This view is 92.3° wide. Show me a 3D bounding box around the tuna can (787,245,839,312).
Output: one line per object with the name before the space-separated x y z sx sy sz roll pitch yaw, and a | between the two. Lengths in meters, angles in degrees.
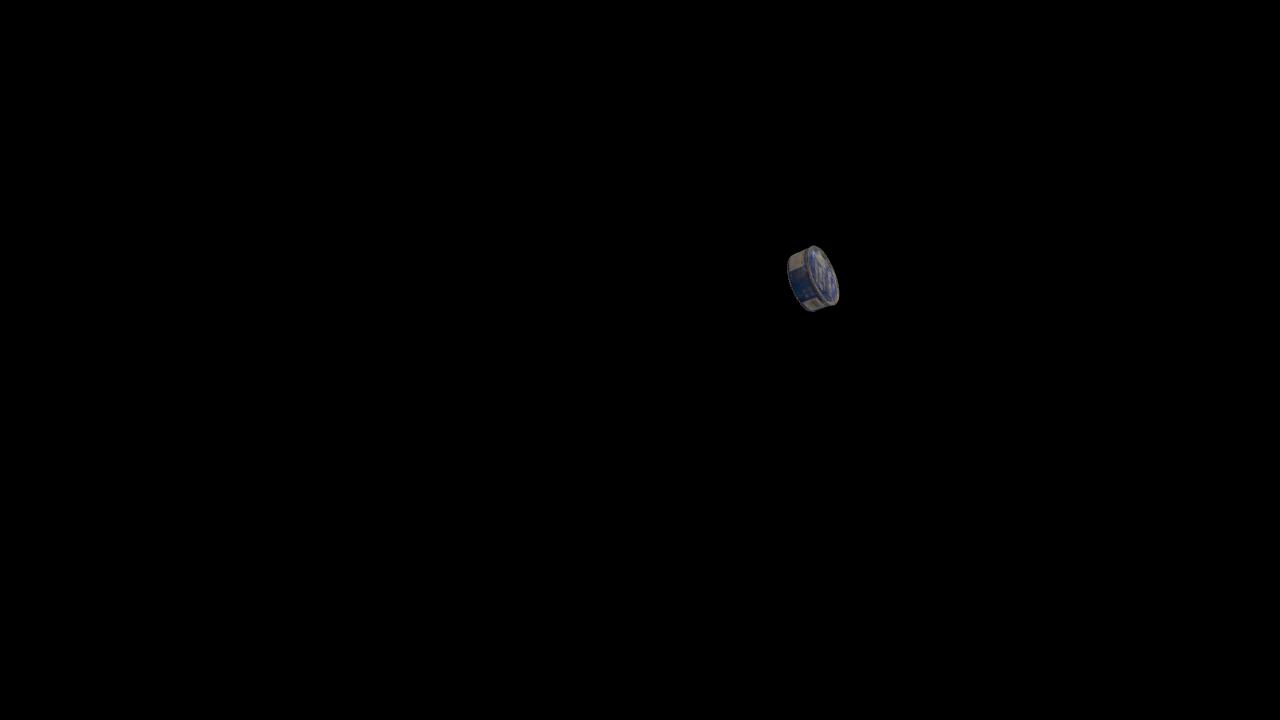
tuna can | 0.231 -0.107 0.820 0.034 0.084 0.084 -21 -14 38
